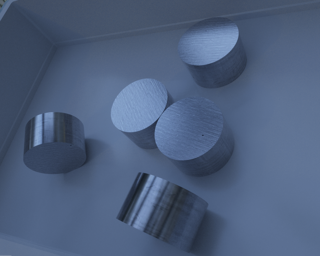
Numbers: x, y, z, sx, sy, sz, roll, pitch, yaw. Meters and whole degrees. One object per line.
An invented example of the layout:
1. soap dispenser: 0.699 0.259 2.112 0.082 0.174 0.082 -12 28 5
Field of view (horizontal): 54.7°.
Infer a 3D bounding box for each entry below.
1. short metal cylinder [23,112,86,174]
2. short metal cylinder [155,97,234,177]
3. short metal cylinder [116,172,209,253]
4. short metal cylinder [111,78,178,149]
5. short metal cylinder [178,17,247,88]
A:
1. short metal cylinder: -0.146 0.023 0.434 0.080 0.080 0.050 -24 53 13
2. short metal cylinder: 0.041 0.011 0.362 0.080 0.050 0.080 -13 56 21
3. short metal cylinder: 0.003 0.086 0.316 0.080 0.080 0.050 13 69 33
4. short metal cylinder: -0.017 -0.018 0.410 0.080 0.050 0.080 -13 56 21
5. short metal cylinder: 0.070 -0.100 0.414 0.080 0.050 0.080 -13 56 21
